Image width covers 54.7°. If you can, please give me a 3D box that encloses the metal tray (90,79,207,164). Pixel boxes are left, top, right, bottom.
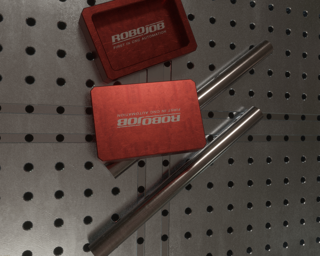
[{"bbox_3d":[-0.015,-0.009,0.384,0.131,0.030,0.090,-6,78,-12],"label":"metal tray"}]

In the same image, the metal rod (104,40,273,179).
[{"bbox_3d":[0.050,-0.034,0.432,0.301,0.025,0.025,-38,103,-16],"label":"metal rod"}]

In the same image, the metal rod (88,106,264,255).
[{"bbox_3d":[0.033,0.067,0.425,0.301,0.025,0.025,-38,103,-16],"label":"metal rod"}]

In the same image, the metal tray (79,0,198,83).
[{"bbox_3d":[-0.026,-0.122,0.400,0.131,0.030,0.090,-24,98,-19],"label":"metal tray"}]
